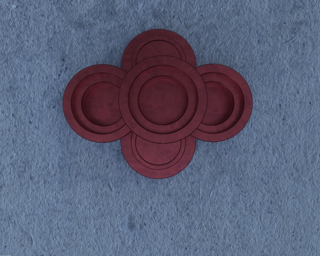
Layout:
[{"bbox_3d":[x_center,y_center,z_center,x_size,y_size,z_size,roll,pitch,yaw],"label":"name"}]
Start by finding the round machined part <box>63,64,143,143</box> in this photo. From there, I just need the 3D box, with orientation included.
[{"bbox_3d":[-0.071,-0.030,0.402,0.099,0.042,0.097,0,90,-1],"label":"round machined part"}]

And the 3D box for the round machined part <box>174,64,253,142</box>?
[{"bbox_3d":[0.066,-0.031,0.403,0.099,0.042,0.097,0,90,-1],"label":"round machined part"}]

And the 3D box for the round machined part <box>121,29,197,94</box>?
[{"bbox_3d":[-0.001,-0.081,0.402,0.099,0.042,0.097,0,90,-1],"label":"round machined part"}]

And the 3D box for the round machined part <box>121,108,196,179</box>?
[{"bbox_3d":[-0.002,0.018,0.402,0.099,0.042,0.097,0,90,-1],"label":"round machined part"}]

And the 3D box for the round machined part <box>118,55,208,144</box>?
[{"bbox_3d":[0.003,-0.031,0.360,0.099,0.042,0.097,0,90,-1],"label":"round machined part"}]
